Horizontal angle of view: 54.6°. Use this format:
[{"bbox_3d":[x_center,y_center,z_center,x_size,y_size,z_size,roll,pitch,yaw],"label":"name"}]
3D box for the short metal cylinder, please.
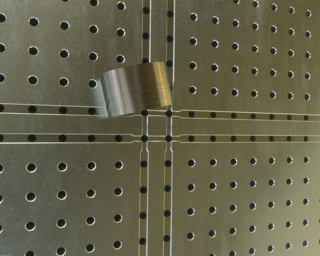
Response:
[{"bbox_3d":[-0.027,-0.045,0.373,0.081,0.080,0.050,-13,95,-20],"label":"short metal cylinder"}]
